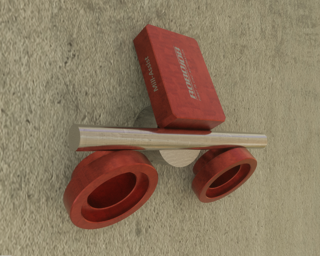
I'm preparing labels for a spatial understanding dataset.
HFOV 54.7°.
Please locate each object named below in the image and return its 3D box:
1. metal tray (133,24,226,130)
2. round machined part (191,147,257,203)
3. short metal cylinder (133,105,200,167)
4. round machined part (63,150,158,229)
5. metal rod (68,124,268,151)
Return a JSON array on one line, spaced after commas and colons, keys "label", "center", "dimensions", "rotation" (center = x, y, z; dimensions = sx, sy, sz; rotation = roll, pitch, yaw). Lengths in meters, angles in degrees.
[{"label": "metal tray", "center": [0.024, -0.061, 0.390], "dimensions": [0.091, 0.030, 0.130], "rotation": [3, 62, -40]}, {"label": "round machined part", "center": [0.087, 0.061, 0.448], "dimensions": [0.099, 0.042, 0.097], "rotation": [-22, 144, -17]}, {"label": "short metal cylinder", "center": [0.011, 0.008, 0.401], "dimensions": [0.081, 0.050, 0.079], "rotation": [0, 90, -40]}, {"label": "round machined part", "center": [-0.055, 0.059, 0.330], "dimensions": [0.099, 0.042, 0.097], "rotation": [-24, 141, -21]}, {"label": "metal rod", "center": [0.038, 0.014, 0.376], "dimensions": [0.302, 0.025, 0.025], "rotation": [3, 88, -40]}]
